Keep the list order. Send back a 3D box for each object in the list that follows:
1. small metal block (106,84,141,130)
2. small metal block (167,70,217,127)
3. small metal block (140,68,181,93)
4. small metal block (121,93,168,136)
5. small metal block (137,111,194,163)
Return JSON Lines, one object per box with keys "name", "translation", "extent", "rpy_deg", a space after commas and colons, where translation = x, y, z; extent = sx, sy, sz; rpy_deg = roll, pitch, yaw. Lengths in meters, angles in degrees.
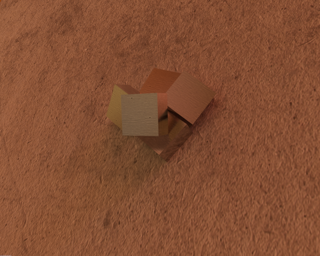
{"name": "small metal block", "translation": [-0.045, -0.027, 0.429], "extent": [0.050, 0.025, 0.050], "rpy_deg": [38, 119, 37]}
{"name": "small metal block", "translation": [0.035, -0.037, 0.394], "extent": [0.050, 0.025, 0.050], "rpy_deg": [37, 81, 4]}
{"name": "small metal block", "translation": [0.004, -0.053, 0.435], "extent": [0.050, 0.025, 0.050], "rpy_deg": [19, 71, 35]}
{"name": "small metal block", "translation": [-0.019, -0.016, 0.377], "extent": [0.050, 0.025, 0.050], "rpy_deg": [0, 94, 28]}
{"name": "small metal block", "translation": [0.005, 0.008, 0.397], "extent": [0.050, 0.025, 0.050], "rpy_deg": [-48, 52, -6]}
